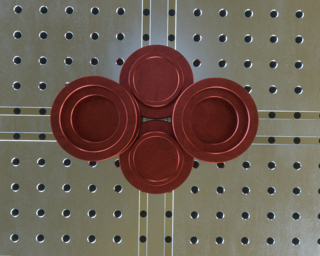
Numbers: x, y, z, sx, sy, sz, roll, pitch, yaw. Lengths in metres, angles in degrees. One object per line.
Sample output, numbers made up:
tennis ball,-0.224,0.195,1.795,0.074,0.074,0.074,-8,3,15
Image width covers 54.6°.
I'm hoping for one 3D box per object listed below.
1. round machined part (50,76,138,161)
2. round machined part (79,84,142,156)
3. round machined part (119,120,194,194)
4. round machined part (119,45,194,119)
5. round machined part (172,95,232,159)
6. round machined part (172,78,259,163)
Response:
round machined part,-0.075,-0.011,0.372,0.099,0.042,0.097,0,90,0
round machined part,-0.073,-0.011,0.404,0.099,0.042,0.097,0,90,0
round machined part,-0.005,0.038,0.404,0.099,0.042,0.097,0,90,0
round machined part,-0.005,-0.060,0.404,0.099,0.042,0.097,0,90,0
round machined part,0.063,-0.010,0.405,0.099,0.042,0.097,0,90,0
round machined part,0.063,-0.009,0.373,0.099,0.042,0.097,0,90,0
